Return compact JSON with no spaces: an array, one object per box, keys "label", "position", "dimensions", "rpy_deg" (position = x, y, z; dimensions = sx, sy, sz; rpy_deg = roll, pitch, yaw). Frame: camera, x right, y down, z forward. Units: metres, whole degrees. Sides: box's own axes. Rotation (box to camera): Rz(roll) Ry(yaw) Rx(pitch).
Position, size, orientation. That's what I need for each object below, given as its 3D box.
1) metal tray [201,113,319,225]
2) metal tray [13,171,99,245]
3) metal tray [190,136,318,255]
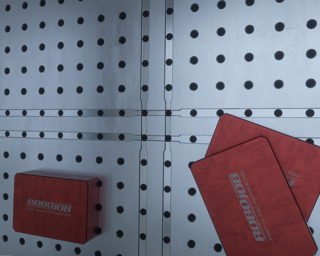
[{"label":"metal tray","position":[0.121,0.045,0.367],"dimensions":[0.130,0.030,0.089],"rpy_deg":[22,97,18]},{"label":"metal tray","position":[-0.157,0.115,0.464],"dimensions":[0.130,0.030,0.089],"rpy_deg":[2,91,19]},{"label":"metal tray","position":[0.100,0.083,0.342],"dimensions":[0.090,0.030,0.129],"rpy_deg":[-25,82,18]}]
